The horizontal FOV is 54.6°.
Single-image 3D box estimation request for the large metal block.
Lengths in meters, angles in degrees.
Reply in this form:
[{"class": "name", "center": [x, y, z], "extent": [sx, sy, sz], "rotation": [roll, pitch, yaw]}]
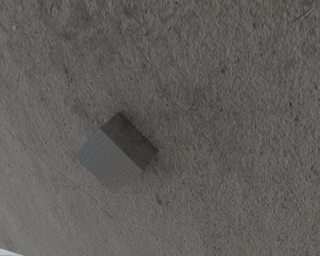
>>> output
[{"class": "large metal block", "center": [-0.063, 0.037, 0.447], "extent": [0.080, 0.050, 0.080], "rotation": [46, 129, -4]}]
